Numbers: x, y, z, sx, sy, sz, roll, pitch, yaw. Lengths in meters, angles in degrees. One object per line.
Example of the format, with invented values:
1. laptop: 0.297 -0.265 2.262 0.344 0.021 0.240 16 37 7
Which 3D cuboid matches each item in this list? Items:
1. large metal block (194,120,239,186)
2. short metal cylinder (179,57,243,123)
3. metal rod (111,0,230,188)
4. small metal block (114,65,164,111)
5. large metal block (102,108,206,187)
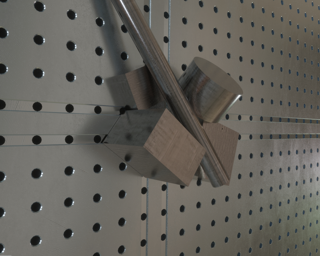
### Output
1. large metal block: 0.063 0.034 0.448 0.080 0.050 0.080 22 76 -38
2. short metal cylinder: 0.065 -0.052 0.421 0.081 0.080 0.050 11 127 -40
3. metal rod: 0.007 -0.060 0.377 0.025 0.025 0.299 -35 100 -35
4. small metal block: -0.023 -0.051 0.392 0.050 0.025 0.050 -31 109 -36
5. large metal block: -0.007 0.022 0.369 0.080 0.080 0.050 45 63 -31
